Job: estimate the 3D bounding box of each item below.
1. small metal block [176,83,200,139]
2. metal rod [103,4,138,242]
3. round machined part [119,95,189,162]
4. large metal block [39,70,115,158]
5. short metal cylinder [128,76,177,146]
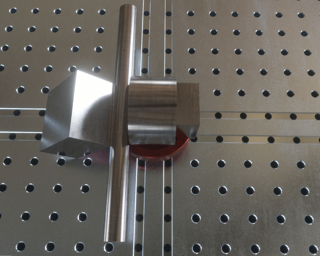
[{"bbox_3d":[0.030,-0.019,0.361,0.025,0.050,0.050,1,70,0],"label":"small metal block"},{"bbox_3d":[-0.045,-0.022,0.375,0.025,0.025,0.299,1,70,0],"label":"metal rod"},{"bbox_3d":[-0.008,-0.003,0.402,0.099,0.042,0.098,0,70,-1],"label":"round machined part"},{"bbox_3d":[-0.102,-0.013,0.380,0.050,0.080,0.080,18,64,-38],"label":"large metal block"},{"bbox_3d":[-0.008,-0.020,0.358,0.050,0.080,0.080,1,70,0],"label":"short metal cylinder"}]
